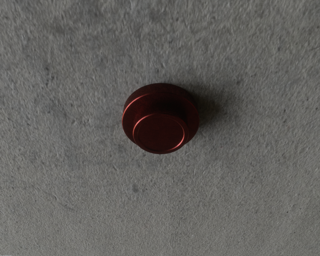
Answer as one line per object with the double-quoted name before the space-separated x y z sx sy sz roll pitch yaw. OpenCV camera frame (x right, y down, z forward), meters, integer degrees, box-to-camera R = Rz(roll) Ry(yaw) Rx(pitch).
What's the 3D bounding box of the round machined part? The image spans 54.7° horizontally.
"round machined part" 0.001 -0.004 0.392 0.099 0.042 0.097 -1 130 0
